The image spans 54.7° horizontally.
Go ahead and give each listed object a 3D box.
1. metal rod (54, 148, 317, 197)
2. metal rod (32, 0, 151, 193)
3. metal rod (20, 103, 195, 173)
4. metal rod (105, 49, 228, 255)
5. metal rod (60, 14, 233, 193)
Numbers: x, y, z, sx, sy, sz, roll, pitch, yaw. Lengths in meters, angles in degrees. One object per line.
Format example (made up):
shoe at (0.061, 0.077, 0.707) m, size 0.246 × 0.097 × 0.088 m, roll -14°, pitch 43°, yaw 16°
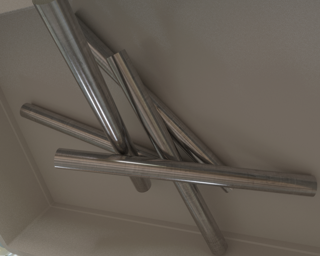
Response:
metal rod at (0.027, 0.052, 0.367) m, size 0.302 × 0.025 × 0.025 m, roll 6°, pitch 123°, yaw 3°
metal rod at (-0.055, -0.008, 0.348) m, size 0.025 × 0.025 × 0.299 m, roll 11°, pitch 145°, yaw 22°
metal rod at (-0.083, 0.019, 0.464) m, size 0.301 × 0.025 × 0.025 m, roll 20°, pitch 126°, yaw 16°
metal rod at (0.017, 0.043, 0.392) m, size 0.025 × 0.025 × 0.299 m, roll -16°, pitch 111°, yaw 34°
metal rod at (-0.011, -0.030, 0.395) m, size 0.300 × 0.025 × 0.025 m, roll 45°, pitch 129°, yaw -4°
